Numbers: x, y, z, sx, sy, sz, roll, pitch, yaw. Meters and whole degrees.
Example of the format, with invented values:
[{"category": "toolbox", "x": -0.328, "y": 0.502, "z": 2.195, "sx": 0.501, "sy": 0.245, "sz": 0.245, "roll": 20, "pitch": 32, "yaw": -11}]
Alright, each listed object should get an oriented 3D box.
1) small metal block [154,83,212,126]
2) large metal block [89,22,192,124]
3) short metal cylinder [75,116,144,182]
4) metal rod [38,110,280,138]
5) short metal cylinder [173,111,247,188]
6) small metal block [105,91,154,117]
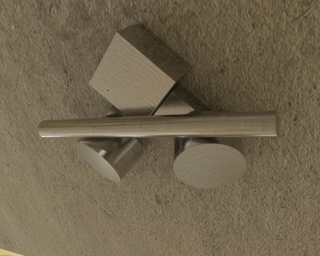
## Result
[{"category": "small metal block", "x": 0.026, "y": -0.018, "z": 0.383, "sx": 0.050, "sy": 0.025, "sz": 0.050, "roll": 40, "pitch": 129, "yaw": 1}, {"category": "large metal block", "x": -0.024, "y": -0.062, "z": 0.364, "sx": 0.080, "sy": 0.050, "sz": 0.080, "roll": 41, "pitch": 129, "yaw": 0}, {"category": "short metal cylinder", "x": -0.070, "y": 0.030, "z": 0.429, "sx": 0.080, "sy": 0.050, "sz": 0.080, "roll": 31, "pitch": 153, "yaw": 19}, {"category": "metal rod", "x": -0.025, "y": -0.001, "z": 0.354, "sx": 0.300, "sy": 0.025, "sz": 0.025, "roll": -1, "pitch": 118, "yaw": 28}, {"category": "short metal cylinder", "x": 0.056, "y": 0.027, "z": 0.361, "sx": 0.080, "sy": 0.050, "sz": 0.080, "roll": 1, "pitch": 135, "yaw": 2}, {"category": "small metal block", "x": -0.038, "y": -0.020, "z": 0.416, "sx": 0.050, "sy": 0.025, "sz": 0.050, "roll": 40, "pitch": 128, "yaw": 1}]
